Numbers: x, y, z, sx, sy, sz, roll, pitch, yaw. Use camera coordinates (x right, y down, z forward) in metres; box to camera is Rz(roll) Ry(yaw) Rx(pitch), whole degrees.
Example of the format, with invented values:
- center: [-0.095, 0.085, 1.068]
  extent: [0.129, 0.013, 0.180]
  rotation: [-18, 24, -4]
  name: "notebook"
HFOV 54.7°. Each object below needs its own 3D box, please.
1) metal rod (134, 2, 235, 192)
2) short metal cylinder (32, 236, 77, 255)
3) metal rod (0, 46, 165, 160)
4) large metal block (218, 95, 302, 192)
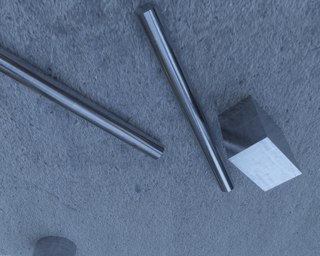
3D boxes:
- center: [0.045, -0.014, 0.395]
  extent: [0.025, 0.025, 0.299]
  rotation: [-18, 128, 15]
  name: "metal rod"
- center: [-0.209, 0.256, 0.607]
  extent: [0.081, 0.050, 0.079]
  rotation: [0, 130, 0]
  name: "short metal cylinder"
- center: [-0.118, -0.039, 0.372]
  extent: [0.301, 0.025, 0.025]
  rotation: [32, 123, -25]
  name: "metal rod"
- center: [0.122, 0.019, 0.388]
  extent: [0.050, 0.080, 0.080]
  rotation: [-35, 122, 26]
  name: "large metal block"
